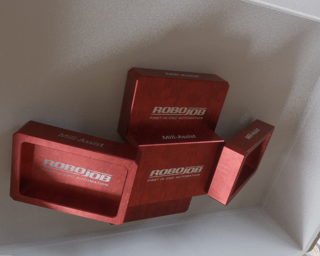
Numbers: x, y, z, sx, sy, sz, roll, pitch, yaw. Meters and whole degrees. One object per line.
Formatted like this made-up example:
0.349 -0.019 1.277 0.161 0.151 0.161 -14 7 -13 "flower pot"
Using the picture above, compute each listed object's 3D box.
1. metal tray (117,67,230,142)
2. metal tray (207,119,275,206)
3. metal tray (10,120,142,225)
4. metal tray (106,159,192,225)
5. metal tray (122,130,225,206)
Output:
0.018 -0.025 0.396 0.131 0.030 0.089 -1 119 -29 "metal tray"
0.122 0.047 0.458 0.131 0.030 0.089 -25 135 -51 "metal tray"
-0.094 0.051 0.344 0.131 0.030 0.089 14 115 -3 "metal tray"
-0.011 0.088 0.450 0.131 0.030 0.089 -1 119 -29 "metal tray"
0.015 0.050 0.403 0.131 0.030 0.089 -2 119 -28 "metal tray"
